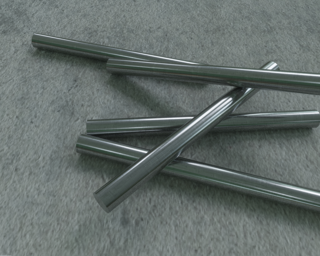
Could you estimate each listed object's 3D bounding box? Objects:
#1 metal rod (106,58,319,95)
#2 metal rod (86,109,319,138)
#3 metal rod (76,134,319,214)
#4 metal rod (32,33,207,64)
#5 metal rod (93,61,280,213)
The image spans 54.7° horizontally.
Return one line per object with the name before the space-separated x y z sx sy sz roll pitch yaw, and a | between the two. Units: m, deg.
metal rod | 0.055 -0.073 0.416 0.301 0.025 0.025 11 49 27
metal rod | 0.058 -0.006 0.408 0.302 0.025 0.025 -3 50 -3
metal rod | 0.046 0.052 0.360 0.301 0.025 0.025 13 51 10
metal rod | -0.065 -0.116 0.499 0.301 0.025 0.025 13 51 10
metal rod | 0.051 -0.005 0.373 0.302 0.025 0.025 -36 59 -27
